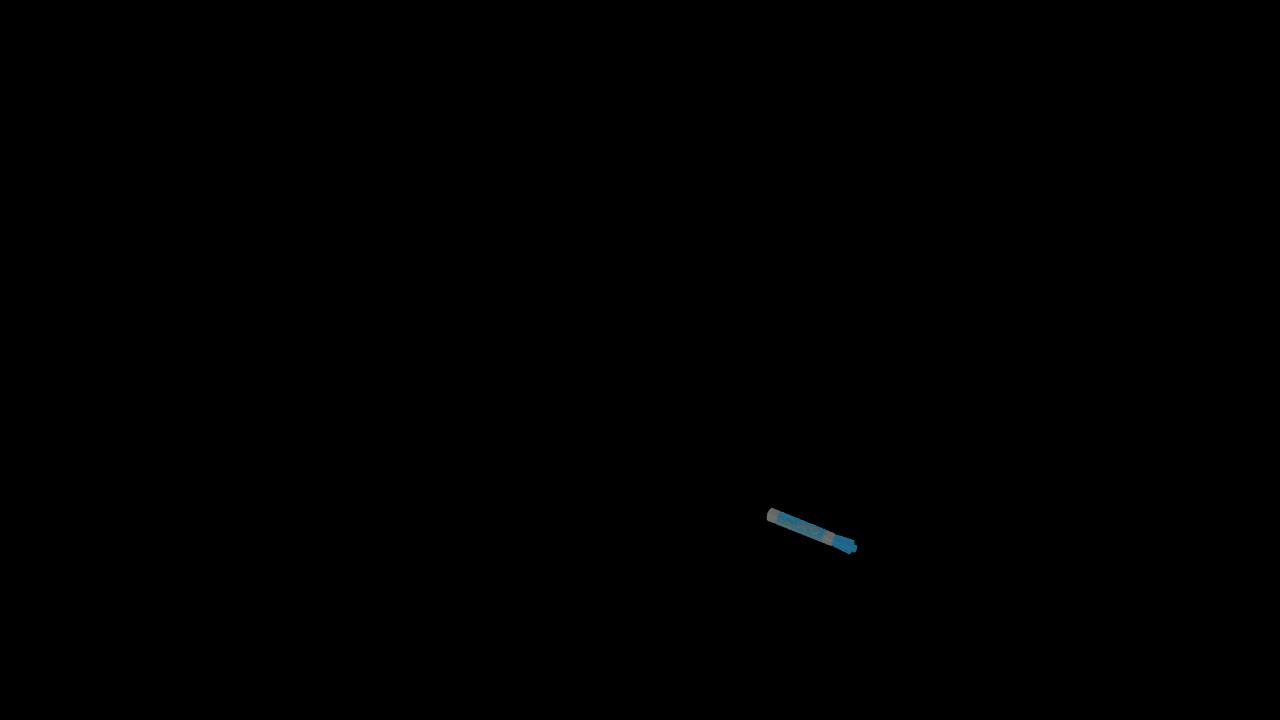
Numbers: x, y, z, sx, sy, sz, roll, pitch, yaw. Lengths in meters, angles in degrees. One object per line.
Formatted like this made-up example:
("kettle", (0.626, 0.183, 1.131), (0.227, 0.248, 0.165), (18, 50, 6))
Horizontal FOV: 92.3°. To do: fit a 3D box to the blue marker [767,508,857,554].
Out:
("blue marker", (0.226, 0.226, 0.813), (0.121, 0.020, 0.020), (16, 9, 35))
